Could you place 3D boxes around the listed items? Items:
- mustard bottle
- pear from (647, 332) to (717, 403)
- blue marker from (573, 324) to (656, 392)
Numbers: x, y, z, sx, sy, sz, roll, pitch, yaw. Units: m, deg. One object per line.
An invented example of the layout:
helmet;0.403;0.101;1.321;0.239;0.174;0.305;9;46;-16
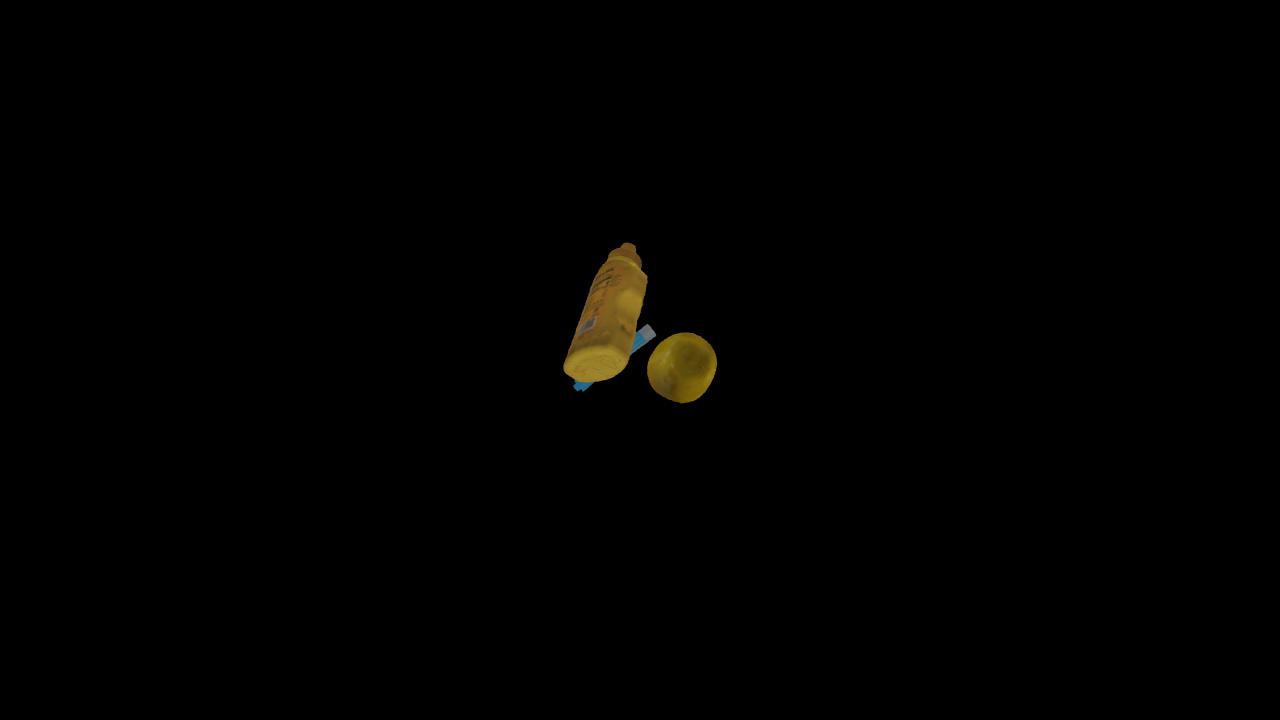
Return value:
mustard bottle;-0.032;-0.066;0.712;0.054;0.184;0.092;30;-37;-24
pear;0.042;0.017;0.706;0.080;0.080;0.111;0;-24;-13
blue marker;-0.033;-0.001;0.764;0.121;0.020;0.020;-38;3;-3
